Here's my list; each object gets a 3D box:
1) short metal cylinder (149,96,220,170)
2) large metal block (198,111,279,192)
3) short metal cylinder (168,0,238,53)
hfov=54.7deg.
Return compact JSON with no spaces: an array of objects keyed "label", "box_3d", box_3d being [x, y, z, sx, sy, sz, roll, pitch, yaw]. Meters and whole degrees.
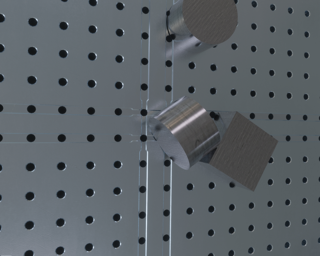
[{"label":"short metal cylinder","box_3d":[0.030,0.006,0.395,0.050,0.080,0.080,-36,102,-16]},{"label":"large metal block","box_3d":[0.106,0.032,0.439,0.080,0.050,0.080,33,79,-17]},{"label":"short metal cylinder","box_3d":[0.057,-0.148,0.420,0.081,0.050,0.079,0,90,-20]}]
